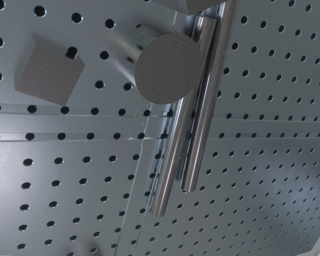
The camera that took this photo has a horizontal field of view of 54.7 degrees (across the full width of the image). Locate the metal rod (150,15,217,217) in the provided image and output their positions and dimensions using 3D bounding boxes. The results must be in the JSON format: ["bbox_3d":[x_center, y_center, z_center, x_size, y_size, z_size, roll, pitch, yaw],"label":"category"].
[{"bbox_3d":[0.025,0.002,0.426,0.025,0.025,0.298,-2,119,-28],"label":"metal rod"}]

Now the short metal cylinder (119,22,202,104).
[{"bbox_3d":[0.000,-0.073,0.350,0.081,0.050,0.079,-14,124,-21],"label":"short metal cylinder"}]

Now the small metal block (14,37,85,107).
[{"bbox_3d":[-0.113,-0.056,0.315,0.050,0.025,0.050,20,108,-36],"label":"small metal block"}]

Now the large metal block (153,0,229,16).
[{"bbox_3d":[0.039,-0.155,0.301,0.080,0.080,0.050,-25,128,-13],"label":"large metal block"}]

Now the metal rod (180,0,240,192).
[{"bbox_3d":[0.064,-0.036,0.423,0.025,0.025,0.298,-6,121,-25],"label":"metal rod"}]
